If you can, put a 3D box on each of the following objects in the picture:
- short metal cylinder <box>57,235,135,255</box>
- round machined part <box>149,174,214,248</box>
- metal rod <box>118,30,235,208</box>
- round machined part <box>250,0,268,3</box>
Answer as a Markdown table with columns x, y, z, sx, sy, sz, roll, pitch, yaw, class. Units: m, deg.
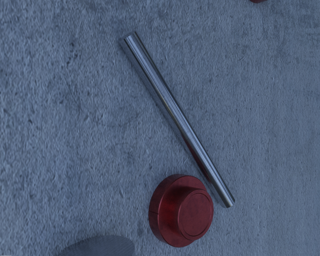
| x | y | z | sx | sy | sz | roll | pitch | yaw | class |
| --- | --- | --- | --- | --- | --- | --- | --- | --- | --- |
| -0.063 | 0.152 | 0.317 | 0.081 | 0.080 | 0.050 | -11 | 98 | -39 | short metal cylinder |
| 0.036 | 0.114 | 0.424 | 0.099 | 0.042 | 0.097 | 0 | 90 | -40 | round machined part |
| 0.034 | 0.004 | 0.433 | 0.025 | 0.025 | 0.299 | -48 | 118 | -29 | metal rod |
| 0.182 | -0.276 | 0.545 | 0.099 | 0.042 | 0.097 | 0 | 90 | -40 | round machined part |
